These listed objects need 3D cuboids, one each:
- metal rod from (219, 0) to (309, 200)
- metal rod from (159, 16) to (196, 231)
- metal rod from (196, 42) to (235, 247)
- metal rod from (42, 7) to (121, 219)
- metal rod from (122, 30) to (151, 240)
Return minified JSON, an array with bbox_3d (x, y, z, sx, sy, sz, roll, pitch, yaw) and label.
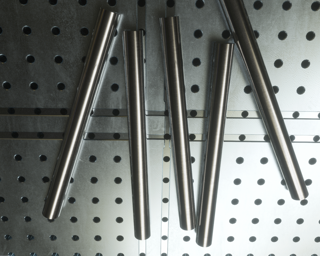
[{"bbox_3d":[0.141,-0.029,0.404,0.025,0.025,0.299,-24,109,8],"label":"metal rod"},{"bbox_3d":[0.027,0.008,0.416,0.025,0.025,0.298,-6,110,2],"label":"metal rod"},{"bbox_3d":[0.073,0.036,0.427,0.025,0.025,0.298,2,110,-1],"label":"metal rod"},{"bbox_3d":[-0.110,-0.005,0.409,0.025,0.025,0.298,19,109,-7],"label":"metal rod"},{"bbox_3d":[-0.030,0.023,0.421,0.025,0.025,0.298,-1,110,0],"label":"metal rod"}]
